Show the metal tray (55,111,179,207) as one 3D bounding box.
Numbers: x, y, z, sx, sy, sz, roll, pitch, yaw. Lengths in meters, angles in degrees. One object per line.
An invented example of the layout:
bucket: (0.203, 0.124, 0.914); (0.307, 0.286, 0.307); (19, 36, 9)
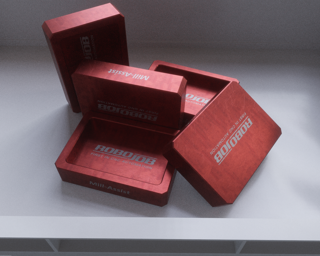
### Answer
metal tray: (-0.044, 0.033, 0.370); (0.131, 0.030, 0.090); (12, 51, 10)

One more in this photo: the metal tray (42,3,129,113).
metal tray: (-0.088, -0.086, 0.405); (0.091, 0.129, 0.030); (-24, 55, -19)

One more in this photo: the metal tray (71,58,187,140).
metal tray: (-0.036, -0.032, 0.386); (0.131, 0.089, 0.030); (12, 51, 9)

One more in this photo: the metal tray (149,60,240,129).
metal tray: (0.037, -0.045, 0.438); (0.130, 0.030, 0.090); (16, 52, 13)

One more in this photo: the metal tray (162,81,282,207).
metal tray: (0.076, 0.015, 0.362); (0.090, 0.030, 0.131); (47, 60, -1)
